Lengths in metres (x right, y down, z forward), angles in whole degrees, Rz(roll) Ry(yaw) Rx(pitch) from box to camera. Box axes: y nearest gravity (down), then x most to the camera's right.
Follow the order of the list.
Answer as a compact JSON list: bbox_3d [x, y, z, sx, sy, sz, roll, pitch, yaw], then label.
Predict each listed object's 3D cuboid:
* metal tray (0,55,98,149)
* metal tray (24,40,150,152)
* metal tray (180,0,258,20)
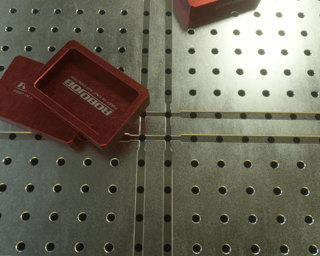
[{"bbox_3d":[-0.155,-0.037,0.421,0.131,0.030,0.090,21,71,7],"label":"metal tray"},{"bbox_3d":[-0.089,-0.042,0.391,0.130,0.030,0.090,35,73,11],"label":"metal tray"},{"bbox_3d":[0.092,-0.233,0.495,0.131,0.030,0.090,-20,71,-8],"label":"metal tray"}]
